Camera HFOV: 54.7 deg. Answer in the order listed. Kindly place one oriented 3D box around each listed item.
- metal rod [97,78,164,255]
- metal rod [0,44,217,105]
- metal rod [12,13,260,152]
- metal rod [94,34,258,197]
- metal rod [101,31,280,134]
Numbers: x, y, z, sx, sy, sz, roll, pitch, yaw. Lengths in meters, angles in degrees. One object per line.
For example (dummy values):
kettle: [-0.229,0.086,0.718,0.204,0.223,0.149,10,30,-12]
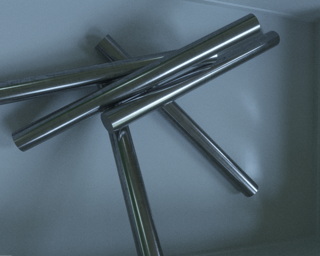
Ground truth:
metal rod: [-0.025,0.076,0.332,0.025,0.025,0.299,-9,66,-20]
metal rod: [-0.076,-0.061,0.362,0.302,0.025,0.025,-13,95,-12]
metal rod: [-0.024,-0.053,0.354,0.301,0.025,0.025,-27,100,-3]
metal rod: [0.032,-0.007,0.423,0.300,0.025,0.025,44,76,-15]
metal rod: [0.058,-0.071,0.405,0.302,0.025,0.025,-30,100,-28]
